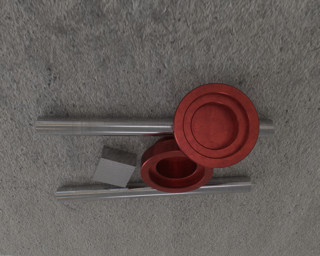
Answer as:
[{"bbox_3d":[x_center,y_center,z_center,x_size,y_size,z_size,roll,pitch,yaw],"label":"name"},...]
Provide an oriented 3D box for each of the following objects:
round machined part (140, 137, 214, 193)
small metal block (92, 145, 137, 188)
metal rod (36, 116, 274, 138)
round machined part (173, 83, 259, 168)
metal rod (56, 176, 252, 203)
[{"bbox_3d":[0.023,0.047,0.432,0.099,0.042,0.097,0,137,0],"label":"round machined part"},{"bbox_3d":[-0.067,0.057,0.456,0.050,0.025,0.050,17,128,-14],"label":"small metal block"},{"bbox_3d":[-0.005,-0.001,0.405,0.302,0.025,0.025,1,130,-1],"label":"metal rod"},{"bbox_3d":[0.064,-0.002,0.373,0.099,0.042,0.097,0,86,-1],"label":"round machined part"},{"bbox_3d":[-0.011,0.097,0.489,0.302,0.025,0.025,-4,130,3],"label":"metal rod"}]
